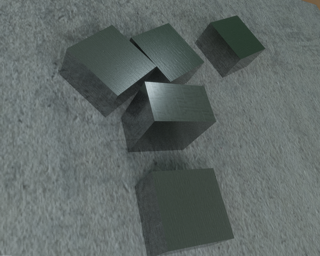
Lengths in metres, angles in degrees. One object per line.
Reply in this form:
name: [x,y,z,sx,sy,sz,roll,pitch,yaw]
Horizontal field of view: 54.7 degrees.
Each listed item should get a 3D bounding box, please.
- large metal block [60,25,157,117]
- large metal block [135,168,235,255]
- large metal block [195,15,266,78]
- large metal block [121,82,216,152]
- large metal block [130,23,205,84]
large metal block: [-0.066,-0.074,0.399,0.080,0.050,0.080,43,51,1]
large metal block: [0.025,0.093,0.346,0.081,0.050,0.080,1,61,-28]
large metal block: [0.123,-0.145,0.545,0.081,0.050,0.080,-28,78,-38]
large metal block: [0.007,-0.011,0.381,0.081,0.080,0.050,0,62,-29]
large metal block: [0.003,-0.096,0.450,0.080,0.050,0.081,49,51,6]
